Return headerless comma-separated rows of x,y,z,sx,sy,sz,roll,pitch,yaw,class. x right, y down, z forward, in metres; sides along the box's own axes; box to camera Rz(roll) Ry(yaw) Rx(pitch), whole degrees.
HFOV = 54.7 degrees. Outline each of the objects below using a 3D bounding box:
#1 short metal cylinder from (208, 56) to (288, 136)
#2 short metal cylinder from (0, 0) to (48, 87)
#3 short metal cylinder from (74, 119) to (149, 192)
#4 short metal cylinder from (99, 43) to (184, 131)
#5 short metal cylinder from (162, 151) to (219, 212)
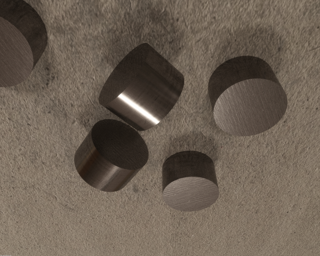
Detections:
0.099,-0.037,0.361,0.081,0.050,0.079,0,130,0,short metal cylinder
-0.162,-0.089,0.313,0.081,0.050,0.079,0,130,0,short metal cylinder
-0.062,0.035,0.400,0.080,0.080,0.050,26,125,-21,short metal cylinder
-0.020,-0.044,0.334,0.050,0.080,0.080,37,121,-27,short metal cylinder
0.044,0.079,0.459,0.081,0.050,0.079,0,130,0,short metal cylinder
